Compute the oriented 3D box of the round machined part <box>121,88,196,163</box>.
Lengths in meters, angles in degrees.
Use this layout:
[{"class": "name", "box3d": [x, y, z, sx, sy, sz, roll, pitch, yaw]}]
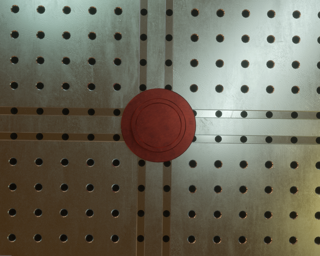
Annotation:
[{"class": "round machined part", "box3d": [-0.002, -0.003, 0.404, 0.099, 0.042, 0.097, 0, 90, -1]}]
